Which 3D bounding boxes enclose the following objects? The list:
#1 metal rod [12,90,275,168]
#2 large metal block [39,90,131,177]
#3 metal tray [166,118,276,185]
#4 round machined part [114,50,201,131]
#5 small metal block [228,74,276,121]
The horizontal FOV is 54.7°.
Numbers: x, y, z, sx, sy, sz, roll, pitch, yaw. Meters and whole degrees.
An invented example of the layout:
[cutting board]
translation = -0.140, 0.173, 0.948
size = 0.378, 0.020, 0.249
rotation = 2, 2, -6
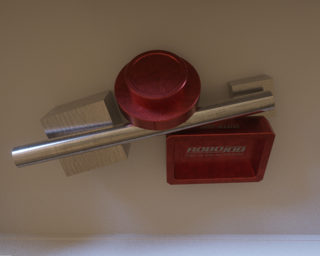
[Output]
[metal rod]
translation = -0.015, 0.000, 0.362
size = 0.302, 0.025, 0.025
rotation = -13, 110, -4
[large metal block]
translation = -0.091, 0.006, 0.396
size = 0.080, 0.050, 0.080
rotation = -17, 110, 5
[metal tray]
translation = 0.073, 0.032, 0.405
size = 0.131, 0.030, 0.089
rotation = -2, 130, -1
[round machined part]
translation = -0.003, -0.049, 0.350
size = 0.099, 0.098, 0.042
rotation = -4, 151, 1
[small metal block]
translation = 0.118, -0.037, 0.397
size = 0.050, 0.025, 0.050
rotation = -11, 110, 3
